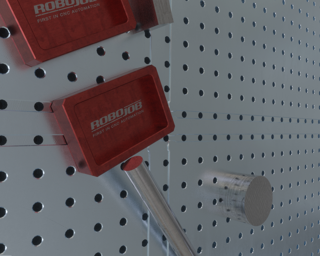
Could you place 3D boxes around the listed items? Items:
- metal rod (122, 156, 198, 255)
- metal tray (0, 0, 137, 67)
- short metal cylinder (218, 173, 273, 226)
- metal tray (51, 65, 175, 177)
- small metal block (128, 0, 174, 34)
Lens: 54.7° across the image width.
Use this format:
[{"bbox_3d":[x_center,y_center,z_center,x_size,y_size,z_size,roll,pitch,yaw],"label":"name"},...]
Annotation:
[{"bbox_3d":[0.029,0.158,0.416,0.025,0.025,0.299,-45,123,-31],"label":"metal rod"},{"bbox_3d":[-0.095,-0.129,0.325,0.131,0.030,0.090,-33,111,-35],"label":"metal tray"},{"bbox_3d":[0.142,0.116,0.513,0.081,0.050,0.079,0,90,-40],"label":"short metal cylinder"},{"bbox_3d":[-0.048,-0.013,0.366,0.131,0.030,0.090,-30,109,-36],"label":"metal tray"},{"bbox_3d":[-0.015,-0.148,0.381,0.025,0.050,0.050,-24,105,-38],"label":"small metal block"}]
